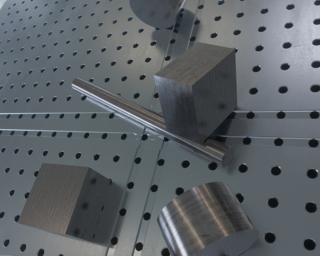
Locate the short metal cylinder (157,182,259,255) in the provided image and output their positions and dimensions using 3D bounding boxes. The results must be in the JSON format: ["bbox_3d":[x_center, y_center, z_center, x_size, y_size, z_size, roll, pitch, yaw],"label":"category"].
[{"bbox_3d":[0.044,0.095,0.291,0.080,0.080,0.050,-34,51,6],"label":"short metal cylinder"}]

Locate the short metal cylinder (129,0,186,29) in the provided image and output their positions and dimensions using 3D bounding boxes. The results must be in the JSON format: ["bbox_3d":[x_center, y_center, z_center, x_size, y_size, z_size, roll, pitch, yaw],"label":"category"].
[{"bbox_3d":[-0.002,-0.209,0.502,0.080,0.080,0.050,11,68,33],"label":"short metal cylinder"}]

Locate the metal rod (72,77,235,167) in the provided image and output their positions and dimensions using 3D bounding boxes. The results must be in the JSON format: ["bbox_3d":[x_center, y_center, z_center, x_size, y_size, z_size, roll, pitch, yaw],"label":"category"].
[{"bbox_3d":[-0.031,-0.021,0.437,0.300,0.025,0.025,26,76,37],"label":"metal rod"}]

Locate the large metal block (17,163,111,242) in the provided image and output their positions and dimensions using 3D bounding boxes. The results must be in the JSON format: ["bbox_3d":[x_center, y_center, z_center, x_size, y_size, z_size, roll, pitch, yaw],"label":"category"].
[{"bbox_3d":[-0.121,0.094,0.398,0.080,0.050,0.080,1,62,28],"label":"large metal block"}]

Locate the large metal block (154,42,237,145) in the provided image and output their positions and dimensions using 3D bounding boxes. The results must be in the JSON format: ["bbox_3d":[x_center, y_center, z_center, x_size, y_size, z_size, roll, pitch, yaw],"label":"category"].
[{"bbox_3d":[0.045,-0.042,0.359,0.050,0.080,0.080,23,52,36],"label":"large metal block"}]
